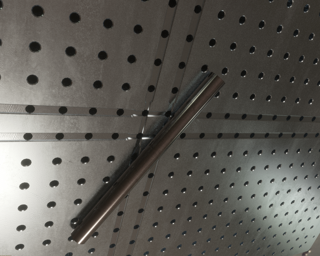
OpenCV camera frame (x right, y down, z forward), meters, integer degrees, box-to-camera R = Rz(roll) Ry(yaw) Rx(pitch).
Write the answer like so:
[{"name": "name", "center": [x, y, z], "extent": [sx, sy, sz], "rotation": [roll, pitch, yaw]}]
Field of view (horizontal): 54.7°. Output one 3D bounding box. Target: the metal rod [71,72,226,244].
[{"name": "metal rod", "center": [-0.020, 0.045, 0.429], "extent": [0.299, 0.025, 0.025], "rotation": [-49, 129, 6]}]
